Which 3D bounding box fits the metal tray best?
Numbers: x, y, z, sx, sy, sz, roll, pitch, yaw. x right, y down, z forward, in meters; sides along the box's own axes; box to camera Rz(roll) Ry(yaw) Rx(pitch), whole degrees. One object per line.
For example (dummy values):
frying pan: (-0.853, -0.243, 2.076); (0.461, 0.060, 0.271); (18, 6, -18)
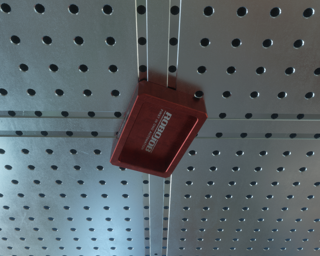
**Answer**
metal tray: (-0.006, 0.007, 0.414); (0.091, 0.030, 0.129); (16, 129, -14)
